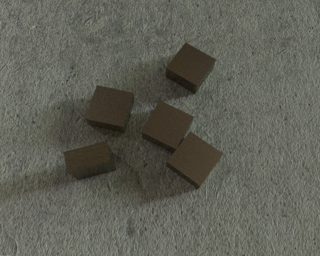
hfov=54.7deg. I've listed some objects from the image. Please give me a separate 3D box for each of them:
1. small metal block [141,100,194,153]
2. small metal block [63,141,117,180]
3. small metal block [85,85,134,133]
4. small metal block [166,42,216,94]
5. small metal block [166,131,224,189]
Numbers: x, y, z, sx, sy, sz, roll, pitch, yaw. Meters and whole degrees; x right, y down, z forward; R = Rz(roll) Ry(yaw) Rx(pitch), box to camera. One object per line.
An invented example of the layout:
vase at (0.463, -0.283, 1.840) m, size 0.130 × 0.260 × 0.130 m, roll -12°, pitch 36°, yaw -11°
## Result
small metal block at (0.010, -0.001, 0.408) m, size 0.050 × 0.025 × 0.050 m, roll 27°, pitch 72°, yaw 9°
small metal block at (-0.084, 0.041, 0.379) m, size 0.050 × 0.050 × 0.025 m, roll -14°, pitch 71°, yaw -5°
small metal block at (-0.066, -0.025, 0.417) m, size 0.050 × 0.025 × 0.050 m, roll 12°, pitch 70°, yaw 4°
small metal block at (0.043, -0.085, 0.439) m, size 0.050 × 0.025 × 0.050 m, roll 32°, pitch 73°, yaw 11°
small metal block at (0.044, 0.041, 0.393) m, size 0.050 × 0.025 × 0.050 m, roll 35°, pitch 74°, yaw 11°
